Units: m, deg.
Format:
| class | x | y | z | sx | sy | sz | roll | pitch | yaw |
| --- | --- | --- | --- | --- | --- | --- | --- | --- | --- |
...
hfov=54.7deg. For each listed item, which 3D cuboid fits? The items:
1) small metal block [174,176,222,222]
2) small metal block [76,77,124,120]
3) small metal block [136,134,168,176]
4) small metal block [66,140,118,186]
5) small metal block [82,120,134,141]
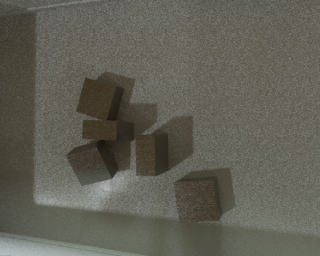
| class | x | y | z | sx | sy | sz | roll | pitch | yaw |
| --- | --- | --- | --- | --- | --- | --- | --- | --- | --- |
| small metal block | 0.048 | 0.090 | 0.393 | 0.050 | 0.025 | 0.050 | -9 | 87 | 19 |
| small metal block | -0.085 | -0.040 | 0.438 | 0.050 | 0.025 | 0.050 | 18 | 94 | 18 |
| small metal block | -0.009 | 0.033 | 0.400 | 0.025 | 0.050 | 0.050 | -1 | 90 | 20 |
| small metal block | -0.094 | 0.049 | 0.433 | 0.050 | 0.025 | 0.050 | -16 | 108 | 19 |
| small metal block | -0.069 | 0.004 | 0.420 | 0.050 | 0.050 | 0.025 | 2 | 88 | 19 |
